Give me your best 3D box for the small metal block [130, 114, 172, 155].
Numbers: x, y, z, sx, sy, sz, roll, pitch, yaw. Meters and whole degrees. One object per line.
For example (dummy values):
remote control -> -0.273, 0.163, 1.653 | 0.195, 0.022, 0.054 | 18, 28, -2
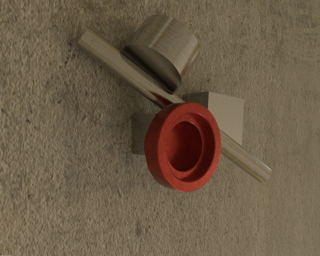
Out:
small metal block -> -0.011, 0.008, 0.383 | 0.025, 0.050, 0.050 | -3, 92, -40

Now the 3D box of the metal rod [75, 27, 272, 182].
metal rod -> 0.031, -0.017, 0.386 | 0.301, 0.025, 0.025 | 36, 67, -19

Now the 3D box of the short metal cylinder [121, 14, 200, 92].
short metal cylinder -> 0.001, -0.087, 0.373 | 0.080, 0.080, 0.050 | 45, 63, -31

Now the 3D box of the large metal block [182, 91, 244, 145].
large metal block -> 0.077, -0.007, 0.458 | 0.081, 0.050, 0.080 | 6, 86, -40

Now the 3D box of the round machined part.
round machined part -> 0.021, 0.020, 0.351 | 0.099, 0.042, 0.097 | -2, 93, -40
